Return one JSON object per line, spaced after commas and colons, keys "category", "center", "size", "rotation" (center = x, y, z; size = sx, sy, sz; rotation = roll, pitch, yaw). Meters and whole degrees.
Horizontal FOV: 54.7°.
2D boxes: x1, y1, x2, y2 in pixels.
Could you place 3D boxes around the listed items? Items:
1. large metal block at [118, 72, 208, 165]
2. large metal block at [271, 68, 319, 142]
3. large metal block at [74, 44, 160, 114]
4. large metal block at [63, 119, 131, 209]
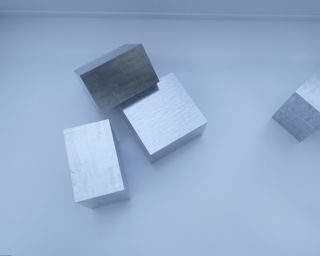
{"category": "large metal block", "center": [0.002, -0.012, 0.401], "size": [0.080, 0.050, 0.080], "rotation": [-30, 73, -11]}
{"category": "large metal block", "center": [0.202, -0.036, 0.396], "size": [0.080, 0.080, 0.050], "rotation": [-40, 75, -14]}
{"category": "large metal block", "center": [-0.058, -0.067, 0.397], "size": [0.080, 0.080, 0.050], "rotation": [-30, 112, -11]}
{"category": "large metal block", "center": [-0.071, 0.046, 0.363], "size": [0.050, 0.080, 0.080], "rotation": [-14, 71, -5]}
